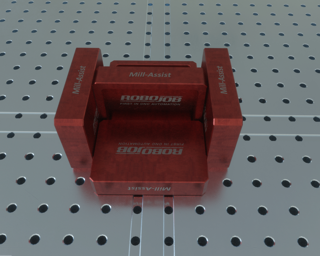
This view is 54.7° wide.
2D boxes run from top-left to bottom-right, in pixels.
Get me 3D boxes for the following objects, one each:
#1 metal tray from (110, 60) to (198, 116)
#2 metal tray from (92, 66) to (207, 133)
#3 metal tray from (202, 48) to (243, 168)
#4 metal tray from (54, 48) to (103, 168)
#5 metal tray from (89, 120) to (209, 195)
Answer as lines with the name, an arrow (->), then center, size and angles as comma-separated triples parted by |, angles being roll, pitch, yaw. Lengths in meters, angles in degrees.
metal tray -> -0.010, -0.059, 0.454 | 0.131, 0.030, 0.090 | 1, 50, 0
metal tray -> -0.012, -0.033, 0.391 | 0.131, 0.089, 0.030 | 1, 50, 0
metal tray -> 0.070, -0.027, 0.388 | 0.030, 0.089, 0.130 | 1, 50, 0
metal tray -> -0.092, -0.027, 0.386 | 0.030, 0.089, 0.130 | 1, 50, 0
metal tray -> -0.012, 0.033, 0.374 | 0.131, 0.030, 0.090 | 1, 50, 0
